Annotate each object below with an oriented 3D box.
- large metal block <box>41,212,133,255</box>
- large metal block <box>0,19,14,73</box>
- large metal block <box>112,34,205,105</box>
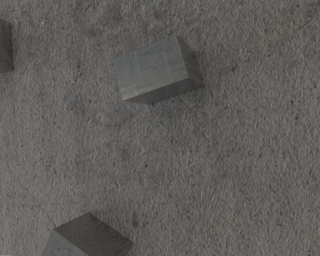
[{"bbox_3d":[-0.096,0.165,0.414,0.080,0.080,0.050,28,99,18],"label":"large metal block"},{"bbox_3d":[-0.288,-0.130,0.498,0.080,0.050,0.080,-4,89,20],"label":"large metal block"},{"bbox_3d":[0.001,-0.066,0.379,0.080,0.080,0.050,-17,85,19],"label":"large metal block"}]
